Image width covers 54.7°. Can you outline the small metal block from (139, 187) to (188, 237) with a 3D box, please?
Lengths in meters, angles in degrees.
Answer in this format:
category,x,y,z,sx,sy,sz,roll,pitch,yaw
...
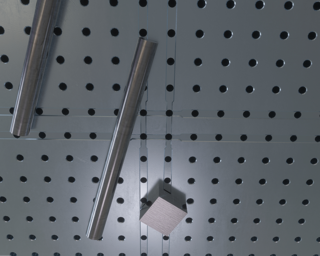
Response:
category,x,y,z,sx,sy,sz,roll,pitch,yaw
small metal block,0.005,0.125,0.459,0.050,0.025,0.050,33,107,-12

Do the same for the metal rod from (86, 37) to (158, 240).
category,x,y,z,sx,sy,sz,roll,pitch,yaw
metal rod,-0.057,0.028,0.423,0.025,0.025,0.298,16,109,-6

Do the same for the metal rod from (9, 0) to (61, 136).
category,x,y,z,sx,sy,sz,roll,pitch,yaw
metal rod,-0.136,-0.126,0.365,0.025,0.025,0.298,19,109,-7
